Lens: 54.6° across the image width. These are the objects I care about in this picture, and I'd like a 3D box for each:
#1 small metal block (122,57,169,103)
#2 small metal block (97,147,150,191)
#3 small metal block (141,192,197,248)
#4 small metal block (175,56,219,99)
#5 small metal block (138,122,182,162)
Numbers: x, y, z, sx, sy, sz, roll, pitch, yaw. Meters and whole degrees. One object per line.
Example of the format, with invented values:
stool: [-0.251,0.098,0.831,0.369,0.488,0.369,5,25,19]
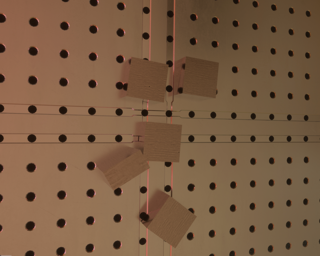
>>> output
small metal block: [-0.019,-0.061,0.405,0.050,0.025,0.050,8,87,-20]
small metal block: [-0.047,0.048,0.382,0.050,0.050,0.025,-30,100,-17]
small metal block: [0.012,0.123,0.417,0.050,0.025,0.050,41,77,-16]
small metal block: [0.051,-0.068,0.431,0.050,0.025,0.050,6,88,-20]
small metal block: [-0.001,0.019,0.412,0.050,0.025,0.050,5,88,-20]
